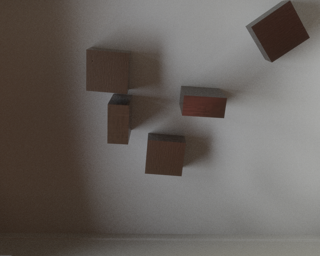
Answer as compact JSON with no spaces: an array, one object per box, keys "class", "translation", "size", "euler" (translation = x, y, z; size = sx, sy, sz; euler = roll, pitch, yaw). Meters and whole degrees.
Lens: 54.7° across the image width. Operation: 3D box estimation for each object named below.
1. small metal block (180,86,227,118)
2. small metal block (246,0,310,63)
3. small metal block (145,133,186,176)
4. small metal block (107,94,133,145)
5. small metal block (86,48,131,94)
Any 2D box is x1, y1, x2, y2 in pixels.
[{"class":"small metal block","translation":[0.052,-0.033,0.386],"size":[0.050,0.050,0.025],"euler":[4,110,-2]},{"class":"small metal block","translation":[0.140,-0.115,0.371],"size":[0.050,0.025,0.050],"euler":[-34,107,11]},{"class":"small metal block","translation":[0.007,0.037,0.425],"size":[0.050,0.025,0.050],"euler":[5,110,-2]},{"class":"small metal block","translation":[-0.050,-0.012,0.393],"size":[0.025,0.050,0.050],"euler":[3,110,-2]},{"class":"small metal block","translation":[-0.063,-0.071,0.384],"size":[0.050,0.025,0.050],"euler":[5,110,-2]}]
